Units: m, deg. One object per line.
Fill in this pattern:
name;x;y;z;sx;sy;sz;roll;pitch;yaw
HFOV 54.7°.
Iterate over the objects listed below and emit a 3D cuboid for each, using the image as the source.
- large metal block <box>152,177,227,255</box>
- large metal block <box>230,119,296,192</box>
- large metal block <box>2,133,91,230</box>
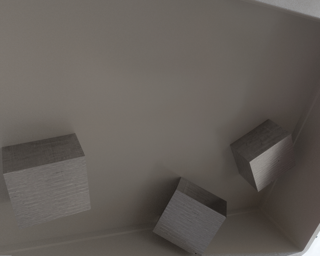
large metal block;0.047;0.135;0.475;0.080;0.050;0.080;28;107;5
large metal block;0.172;0.046;0.514;0.080;0.050;0.080;-33;129;-7
large metal block;-0.129;0.060;0.359;0.081;0.050;0.079;-12;124;-22
